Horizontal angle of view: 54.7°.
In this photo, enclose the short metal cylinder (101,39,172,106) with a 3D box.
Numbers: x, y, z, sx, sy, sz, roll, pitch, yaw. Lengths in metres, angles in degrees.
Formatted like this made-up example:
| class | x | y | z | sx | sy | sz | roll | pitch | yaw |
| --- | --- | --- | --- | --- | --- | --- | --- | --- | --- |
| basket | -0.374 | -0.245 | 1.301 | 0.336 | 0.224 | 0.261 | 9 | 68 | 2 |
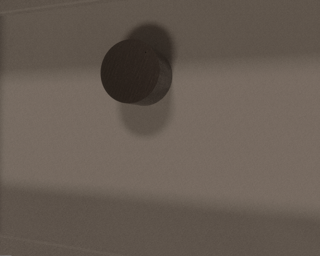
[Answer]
| class | x | y | z | sx | sy | sz | roll | pitch | yaw |
| --- | --- | --- | --- | --- | --- | --- | --- | --- | --- |
| short metal cylinder | -0.030 | -0.070 | 0.407 | 0.080 | 0.050 | 0.079 | 0 | 90 | 19 |
